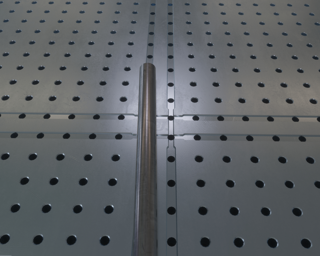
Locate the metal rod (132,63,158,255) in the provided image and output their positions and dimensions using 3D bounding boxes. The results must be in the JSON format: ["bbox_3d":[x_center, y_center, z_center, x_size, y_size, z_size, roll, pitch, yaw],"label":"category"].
[{"bbox_3d":[-0.017,0.023,0.388,0.025,0.025,0.300,-1,50,-1],"label":"metal rod"}]
